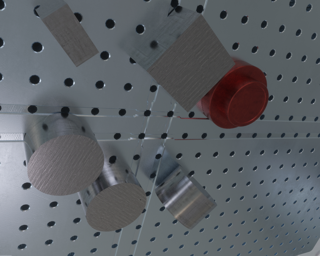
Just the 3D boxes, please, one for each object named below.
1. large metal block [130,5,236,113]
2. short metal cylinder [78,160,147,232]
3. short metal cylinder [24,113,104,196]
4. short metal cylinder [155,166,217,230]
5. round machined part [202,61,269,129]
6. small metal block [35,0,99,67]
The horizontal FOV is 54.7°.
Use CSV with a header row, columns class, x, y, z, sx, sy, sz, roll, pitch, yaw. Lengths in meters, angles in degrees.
class,x,y,z,sx,sy,sz,roll,pitch,yaw
large metal block,0.027,-0.079,0.361,0.080,0.050,0.080,-46,129,4
short metal cylinder,-0.065,0.091,0.416,0.081,0.050,0.079,-14,124,-21
short metal cylinder,-0.110,0.030,0.353,0.081,0.050,0.079,-14,124,-21
short metal cylinder,0.038,0.102,0.459,0.050,0.080,0.080,-44,129,3
round machined part,0.112,-0.041,0.436,0.099,0.042,0.097,-14,124,-21
small metal block,-0.087,-0.092,0.290,0.025,0.050,0.050,-36,129,-5
